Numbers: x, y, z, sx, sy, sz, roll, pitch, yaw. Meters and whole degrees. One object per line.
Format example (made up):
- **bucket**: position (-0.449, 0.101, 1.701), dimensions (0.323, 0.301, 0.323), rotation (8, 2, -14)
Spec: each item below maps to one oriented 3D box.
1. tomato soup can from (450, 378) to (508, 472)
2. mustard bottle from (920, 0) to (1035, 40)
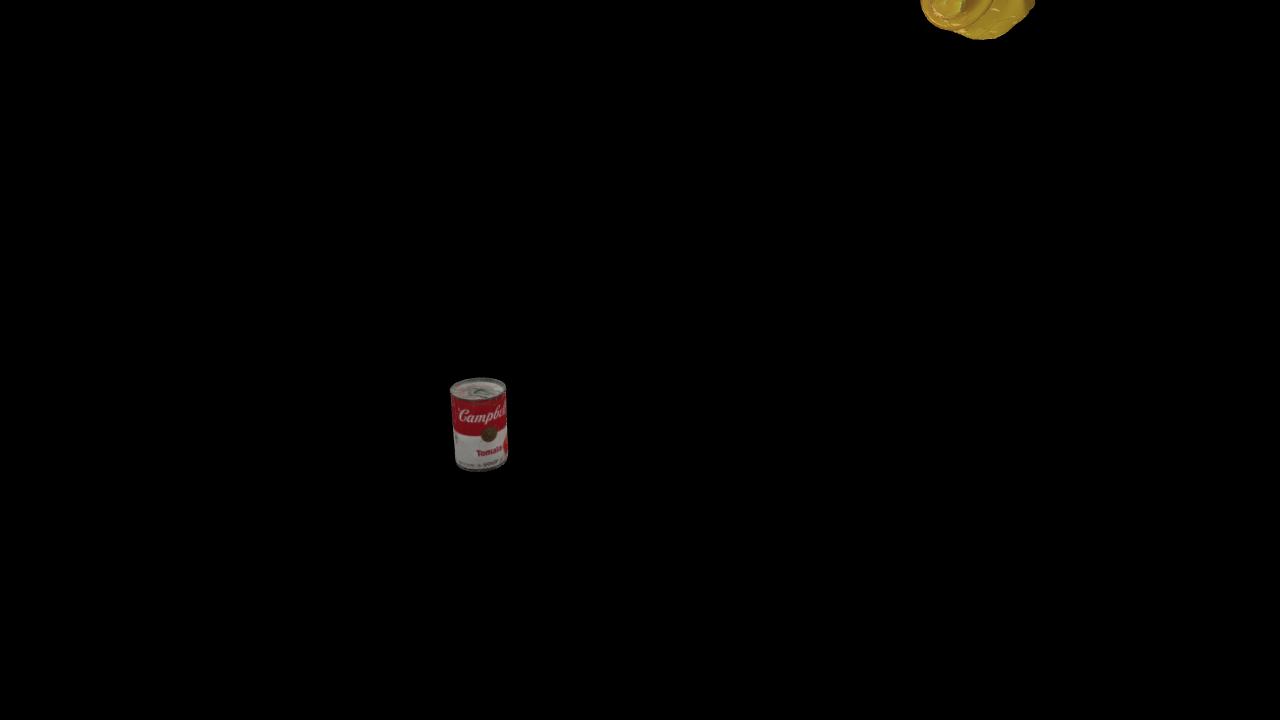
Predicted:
- **tomato soup can**: position (-0.200, 0.081, 0.769), dimensions (0.068, 0.101, 0.068), rotation (3, 21, -1)
- **mustard bottle**: position (0.227, -0.263, 0.409), dimensions (0.054, 0.092, 0.184), rotation (-21, 23, 51)
